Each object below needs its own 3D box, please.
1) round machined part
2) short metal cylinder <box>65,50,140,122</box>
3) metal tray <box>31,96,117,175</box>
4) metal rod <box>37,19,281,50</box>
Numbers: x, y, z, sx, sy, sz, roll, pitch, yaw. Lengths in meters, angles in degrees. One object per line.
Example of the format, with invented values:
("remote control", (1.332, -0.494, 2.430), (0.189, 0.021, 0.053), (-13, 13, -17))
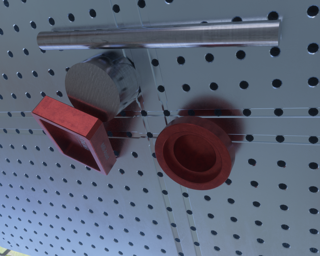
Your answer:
("round machined part", (0.046, 0.027, 0.393), (0.098, 0.042, 0.097), (13, 124, 21))
("short metal cylinder", (-0.074, -0.054, 0.401), (0.080, 0.050, 0.079), (13, 124, 21))
("metal tray", (-0.117, 0.016, 0.443), (0.090, 0.030, 0.129), (23, 154, 14))
("metal rod", (-0.022, -0.104, 0.357), (0.301, 0.025, 0.025), (6, 121, 25))
